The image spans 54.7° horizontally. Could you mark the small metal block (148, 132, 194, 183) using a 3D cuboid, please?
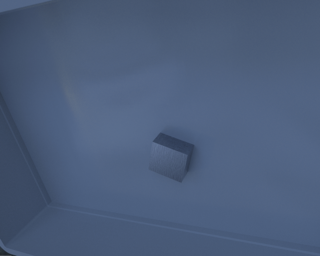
[{"bbox_3d":[0.015,0.040,0.425,0.050,0.025,0.050,20,126,16],"label":"small metal block"}]
